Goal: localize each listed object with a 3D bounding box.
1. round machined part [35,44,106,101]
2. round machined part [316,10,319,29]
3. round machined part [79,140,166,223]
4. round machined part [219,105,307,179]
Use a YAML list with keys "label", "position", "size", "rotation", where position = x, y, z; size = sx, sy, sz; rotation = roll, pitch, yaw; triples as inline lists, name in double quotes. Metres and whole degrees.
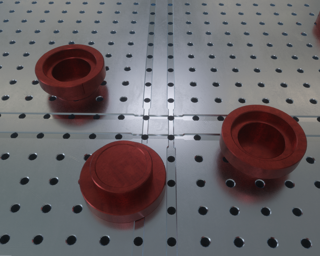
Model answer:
- label: "round machined part"
  position: [-0.130, -0.079, 0.462]
  size: [0.099, 0.042, 0.098]
  rotation: [0, 50, 0]
- label: "round machined part"
  position: [0.346, -0.206, 0.571]
  size: [0.099, 0.042, 0.098]
  rotation: [0, 50, 0]
- label: "round machined part"
  position: [-0.042, 0.053, 0.352]
  size: [0.099, 0.042, 0.098]
  rotation: [0, 50, 0]
- label: "round machined part"
  position: [0.122, 0.021, 0.380]
  size: [0.099, 0.042, 0.098]
  rotation: [0, 50, 0]
